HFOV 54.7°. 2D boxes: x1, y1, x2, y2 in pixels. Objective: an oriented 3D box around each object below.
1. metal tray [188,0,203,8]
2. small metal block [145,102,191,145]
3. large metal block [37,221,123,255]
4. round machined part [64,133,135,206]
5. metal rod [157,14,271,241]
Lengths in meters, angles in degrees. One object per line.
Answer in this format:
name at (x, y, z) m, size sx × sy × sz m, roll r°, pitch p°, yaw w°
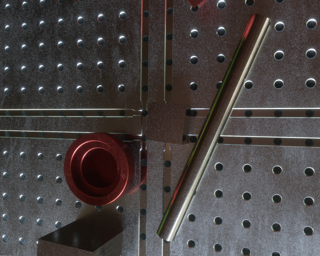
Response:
metal tray at (0.005, -0.216, 0.375) m, size 0.030 × 0.090 × 0.130 m, roll -39°, pitch 78°, yaw 16°
small metal block at (0.011, -0.007, 0.408) m, size 0.050 × 0.025 × 0.050 m, roll 7°, pitch 92°, yaw 19°
large metal block at (-0.106, 0.169, 0.419) m, size 0.080 × 0.080 × 0.050 m, roll 5°, pitch 92°, yaw 19°
round machined part at (-0.080, 0.055, 0.430) m, size 0.098 × 0.042 × 0.097 m, roll 0°, pitch 90°, yaw 19°
metal rod at (0.064, 0.005, 0.389) m, size 0.025 × 0.025 × 0.298 m, roll 25°, pitch 98°, yaw 18°
